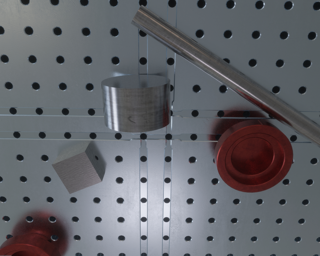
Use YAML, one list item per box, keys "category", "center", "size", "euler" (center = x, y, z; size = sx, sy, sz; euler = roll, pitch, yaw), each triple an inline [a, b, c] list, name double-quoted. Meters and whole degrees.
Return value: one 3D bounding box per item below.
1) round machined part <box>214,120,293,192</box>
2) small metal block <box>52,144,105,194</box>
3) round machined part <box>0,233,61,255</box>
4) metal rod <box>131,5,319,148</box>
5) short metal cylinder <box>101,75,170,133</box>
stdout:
- category: "round machined part"
  center: [0.122, 0.034, 0.418]
  size: [0.099, 0.042, 0.097]
  euler: [0, 110, 0]
- category: "small metal block"
  center: [-0.113, 0.058, 0.434]
  size: [0.050, 0.025, 0.050]
  euler: [-22, 109, 7]
- category: "round machined part"
  center: [-0.200, 0.204, 0.478]
  size: [0.099, 0.042, 0.097]
  euler: [0, 110, 0]
- category: "metal rod"
  center: [0.099, -0.058, 0.392]
  size: [0.301, 0.025, 0.025]
  euler: [31, 107, -11]
- category: "short metal cylinder"
  center: [-0.028, -0.032, 0.372]
  size: [0.081, 0.080, 0.050]
  euler: [-1, 110, 0]
